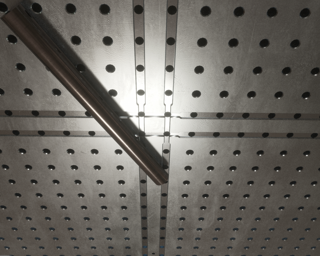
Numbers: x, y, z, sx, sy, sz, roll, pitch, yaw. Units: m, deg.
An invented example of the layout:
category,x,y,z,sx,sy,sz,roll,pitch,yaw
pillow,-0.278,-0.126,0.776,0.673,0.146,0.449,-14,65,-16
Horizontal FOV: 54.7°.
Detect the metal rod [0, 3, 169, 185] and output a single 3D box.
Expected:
category,x,y,z,sx,sy,sz,roll,pitch,yaw
metal rod,-0.074,-0.020,0.393,0.025,0.025,0.300,-24,127,19
